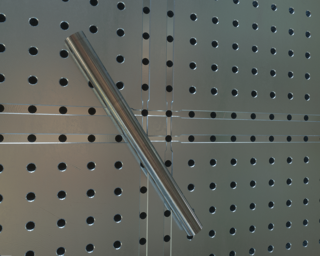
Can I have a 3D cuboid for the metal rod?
[{"bbox_3d":[-0.028,0.015,0.402,0.025,0.025,0.299,-34,101,-17],"label":"metal rod"}]
